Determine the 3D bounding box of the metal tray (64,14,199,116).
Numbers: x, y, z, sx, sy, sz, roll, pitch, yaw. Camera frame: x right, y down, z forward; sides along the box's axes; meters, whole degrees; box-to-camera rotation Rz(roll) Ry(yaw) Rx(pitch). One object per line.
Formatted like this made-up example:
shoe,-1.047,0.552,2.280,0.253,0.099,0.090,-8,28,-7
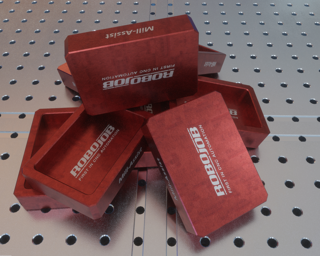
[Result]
metal tray,-0.026,-0.065,0.336,0.131,0.090,0.030,-12,51,-4

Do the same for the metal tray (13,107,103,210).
metal tray,-0.114,0.031,0.378,0.091,0.030,0.130,-3,49,-3

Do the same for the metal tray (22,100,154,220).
metal tray,-0.072,0.024,0.345,0.090,0.030,0.130,21,53,17

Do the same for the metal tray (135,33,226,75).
metal tray,0.033,-0.109,0.452,0.090,0.030,0.131,27,22,21

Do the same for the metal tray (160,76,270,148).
metal tray,0.068,-0.025,0.402,0.131,0.030,0.090,8,48,-16

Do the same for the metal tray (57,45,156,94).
metal tray,-0.077,-0.080,0.450,0.090,0.030,0.130,-38,44,-27

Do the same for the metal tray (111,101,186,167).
metal tray,-0.017,-0.010,0.412,0.091,0.030,0.130,-2,48,-4

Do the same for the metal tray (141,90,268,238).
metal tray,0.047,0.036,0.331,0.091,0.030,0.130,-23,87,-18
